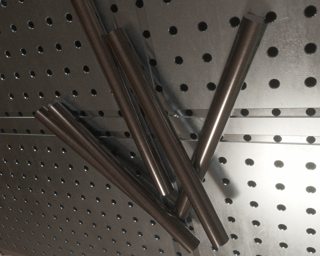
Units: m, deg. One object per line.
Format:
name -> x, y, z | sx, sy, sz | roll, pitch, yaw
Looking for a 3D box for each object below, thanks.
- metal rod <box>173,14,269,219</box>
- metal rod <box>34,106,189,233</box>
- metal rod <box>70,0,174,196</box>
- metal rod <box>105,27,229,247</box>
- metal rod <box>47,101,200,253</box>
metal rod -> 0.062, 0.012, 0.384 | 0.025, 0.025, 0.298 | 24, 127, 13
metal rod -> -0.076, 0.071, 0.493 | 0.300, 0.025, 0.025 | 40, 129, 0
metal rod -> -0.045, -0.037, 0.410 | 0.025, 0.025, 0.299 | -9, 114, 32
metal rod -> 0.013, 0.018, 0.389 | 0.025, 0.025, 0.299 | -21, 100, 35
metal rod -> -0.055, 0.073, 0.469 | 0.300, 0.025, 0.025 | 44, 129, 2
